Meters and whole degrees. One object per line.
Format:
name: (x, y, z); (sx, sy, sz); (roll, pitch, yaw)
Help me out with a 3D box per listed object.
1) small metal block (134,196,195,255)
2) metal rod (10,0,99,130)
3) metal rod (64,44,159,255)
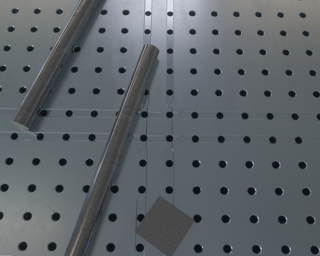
small metal block: (0.006, 0.117, 0.369); (0.050, 0.025, 0.050); (33, 73, 11)
metal rod: (-0.135, -0.136, 0.460); (0.025, 0.025, 0.300); (19, 71, 6)
metal rod: (-0.056, 0.020, 0.404); (0.025, 0.025, 0.299); (16, 71, 5)
